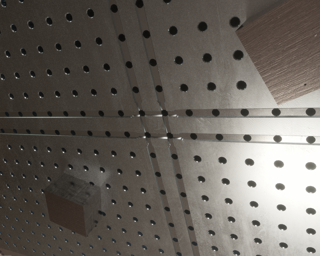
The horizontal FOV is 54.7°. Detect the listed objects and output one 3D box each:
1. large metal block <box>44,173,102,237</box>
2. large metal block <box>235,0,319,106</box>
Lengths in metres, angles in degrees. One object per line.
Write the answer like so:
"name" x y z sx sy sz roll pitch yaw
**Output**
"large metal block" -0.154 0.138 0.559 0.080 0.050 0.079 17 125 18
"large metal block" 0.128 -0.079 0.279 0.080 0.050 0.080 -25 105 36
